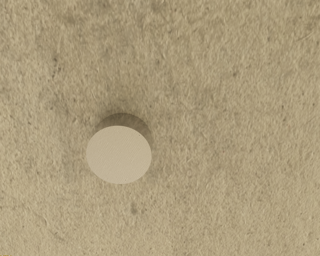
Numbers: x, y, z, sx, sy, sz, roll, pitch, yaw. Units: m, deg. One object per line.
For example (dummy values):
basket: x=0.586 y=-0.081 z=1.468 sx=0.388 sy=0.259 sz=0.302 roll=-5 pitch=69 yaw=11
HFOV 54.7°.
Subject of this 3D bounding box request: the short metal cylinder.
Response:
short metal cylinder: x=-0.051 y=0.026 z=0.405 sx=0.081 sy=0.050 sz=0.079 roll=0 pitch=110 yaw=-1
